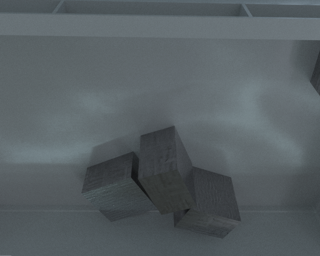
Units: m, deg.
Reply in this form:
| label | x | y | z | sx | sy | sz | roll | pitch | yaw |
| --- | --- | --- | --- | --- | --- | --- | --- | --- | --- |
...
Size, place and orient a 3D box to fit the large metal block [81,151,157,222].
| label | x | y | z | sx | sy | sz | roll | pitch | yaw |
| --- | --- | --- | --- | --- | --- | --- | --- | --- | --- |
| large metal block | -0.058 | 0.091 | 0.469 | 0.080 | 0.050 | 0.080 | -21 | 128 | 16 |

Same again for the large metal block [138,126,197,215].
| label | x | y | z | sx | sy | sz | roll | pitch | yaw |
| --- | --- | --- | --- | --- | --- | --- | --- | --- | --- |
| large metal block | 0.011 | 0.057 | 0.422 | 0.050 | 0.080 | 0.080 | -16 | 128 | 13 |

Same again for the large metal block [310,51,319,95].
| label | x | y | z | sx | sy | sz | roll | pitch | yaw |
| --- | --- | --- | --- | --- | --- | --- | --- | --- | --- |
| large metal block | 0.223 | -0.072 | 0.335 | 0.081 | 0.050 | 0.079 | -3 | 130 | 1 |

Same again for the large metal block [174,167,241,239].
| label | x | y | z | sx | sy | sz | roll | pitch | yaw |
| --- | --- | --- | --- | --- | --- | --- | --- | --- | --- |
| large metal block | 0.067 | 0.111 | 0.468 | 0.081 | 0.080 | 0.050 | 18 | 128 | -15 |
